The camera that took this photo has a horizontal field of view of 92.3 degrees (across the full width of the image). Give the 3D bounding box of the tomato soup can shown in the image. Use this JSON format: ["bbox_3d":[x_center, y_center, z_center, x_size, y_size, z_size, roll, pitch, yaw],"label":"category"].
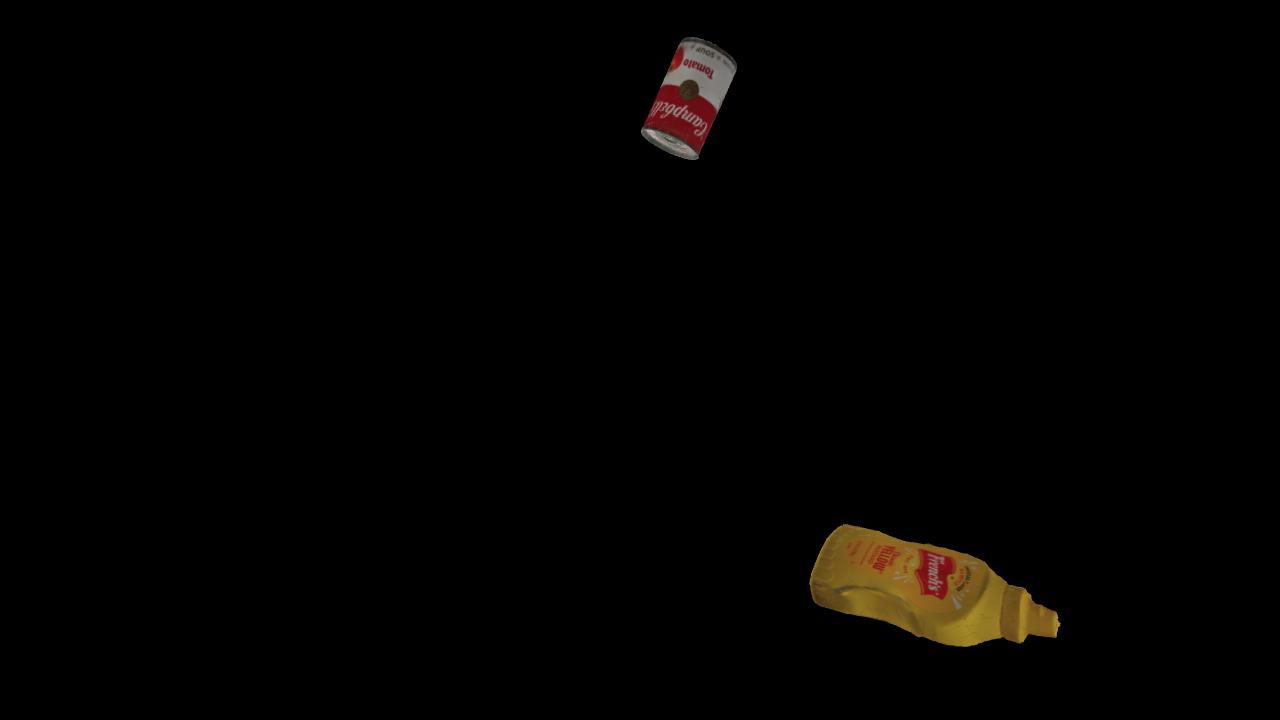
[{"bbox_3d":[0.052,-0.272,0.645,0.068,0.101,0.068,25,5,-2],"label":"tomato soup can"}]

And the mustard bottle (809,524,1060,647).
[{"bbox_3d":[0.249,0.197,0.526,0.184,0.054,0.092,5,23,40],"label":"mustard bottle"}]
